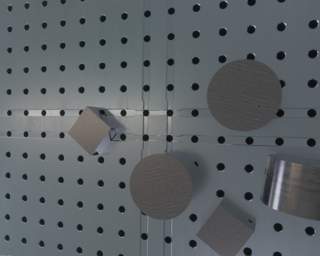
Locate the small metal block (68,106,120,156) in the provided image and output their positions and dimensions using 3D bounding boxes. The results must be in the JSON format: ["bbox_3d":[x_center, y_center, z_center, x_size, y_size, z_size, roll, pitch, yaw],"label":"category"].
[{"bbox_3d":[-0.096,0.004,0.446,0.050,0.025,0.050,41,103,15],"label":"small metal block"}]

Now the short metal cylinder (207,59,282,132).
[{"bbox_3d":[0.100,-0.036,0.364,0.080,0.050,0.079,0,90,20],"label":"short metal cylinder"}]

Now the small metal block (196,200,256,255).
[{"bbox_3d":[0.081,0.127,0.384,0.050,0.025,0.050,37,102,16],"label":"small metal block"}]

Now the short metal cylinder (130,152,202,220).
[{"bbox_3d":[0.009,0.071,0.396,0.080,0.050,0.079,0,90,20],"label":"short metal cylinder"}]

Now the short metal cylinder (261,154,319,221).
[{"bbox_3d":[0.152,0.060,0.330,0.080,0.080,0.050,9,93,19],"label":"short metal cylinder"}]
